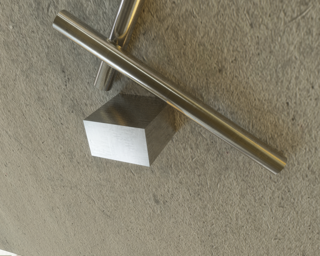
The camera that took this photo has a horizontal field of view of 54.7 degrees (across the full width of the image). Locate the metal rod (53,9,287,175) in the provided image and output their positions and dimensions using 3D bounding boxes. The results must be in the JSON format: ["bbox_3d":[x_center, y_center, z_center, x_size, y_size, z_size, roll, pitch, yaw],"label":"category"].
[{"bbox_3d":[0.014,-0.039,0.353,0.301,0.025,0.025,33,129,-3],"label":"metal rod"}]

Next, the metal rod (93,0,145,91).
[{"bbox_3d":[-0.018,-0.159,0.316,0.025,0.025,0.298,34,129,5],"label":"metal rod"}]

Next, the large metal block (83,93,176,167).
[{"bbox_3d":[-0.034,-0.002,0.387,0.080,0.080,0.050,8,122,24],"label":"large metal block"}]
